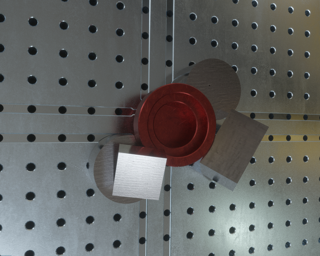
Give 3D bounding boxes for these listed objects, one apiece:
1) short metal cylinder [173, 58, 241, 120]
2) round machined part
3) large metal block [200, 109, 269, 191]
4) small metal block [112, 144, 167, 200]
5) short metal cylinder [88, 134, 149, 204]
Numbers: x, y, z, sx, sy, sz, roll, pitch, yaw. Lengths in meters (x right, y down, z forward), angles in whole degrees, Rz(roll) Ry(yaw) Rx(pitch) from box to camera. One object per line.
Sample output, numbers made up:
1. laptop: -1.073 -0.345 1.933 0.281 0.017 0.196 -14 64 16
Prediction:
1. short metal cylinder: 0.062 -0.050 0.422 0.081 0.050 0.079 0 90 -20
2. round machined part: 0.015 -0.004 0.378 0.099 0.042 0.097 0 90 -20
3. large metal block: 0.096 0.032 0.412 0.050 0.080 0.080 29 79 17
4. small metal block: -0.023 0.048 0.338 0.050 0.025 0.050 8 107 -8
5. short metal cylinder: -0.045 0.048 0.382 0.081 0.050 0.079 0 90 -20
